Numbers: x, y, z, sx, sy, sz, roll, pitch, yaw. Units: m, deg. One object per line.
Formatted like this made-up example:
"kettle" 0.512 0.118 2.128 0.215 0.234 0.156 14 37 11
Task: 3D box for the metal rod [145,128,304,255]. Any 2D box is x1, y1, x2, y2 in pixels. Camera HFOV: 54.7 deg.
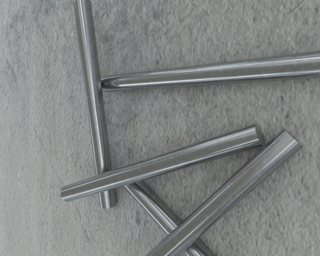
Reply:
"metal rod" 0.034 0.114 0.347 0.299 0.025 0.025 -48 62 19

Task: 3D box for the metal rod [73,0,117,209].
"metal rod" -0.094 -0.030 0.452 0.025 0.025 0.298 -2 97 39

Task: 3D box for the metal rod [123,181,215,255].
"metal rod" 0.053 0.155 0.359 0.300 0.025 0.025 40 114 32

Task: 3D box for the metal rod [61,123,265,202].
"metal rod" -0.018 0.053 0.394 0.300 0.025 0.025 -21 77 30

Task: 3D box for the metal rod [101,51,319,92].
"metal rod" 0.033 -0.062 0.375 0.300 0.025 0.025 2 91 39
